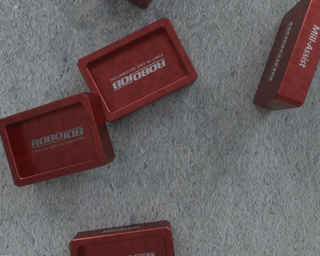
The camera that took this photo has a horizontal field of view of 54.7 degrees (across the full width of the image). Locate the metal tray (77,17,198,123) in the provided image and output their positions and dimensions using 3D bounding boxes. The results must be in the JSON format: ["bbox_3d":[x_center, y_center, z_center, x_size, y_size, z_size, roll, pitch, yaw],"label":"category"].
[{"bbox_3d":[-0.029,-0.074,0.406,0.130,0.030,0.090,-27,90,0],"label":"metal tray"}]

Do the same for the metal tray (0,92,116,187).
[{"bbox_3d":[-0.131,0.015,0.390,0.130,0.030,0.090,-15,90,14],"label":"metal tray"}]

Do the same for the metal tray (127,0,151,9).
[{"bbox_3d":[-0.026,-0.237,0.407,0.090,0.030,0.130,30,90,0],"label":"metal tray"}]

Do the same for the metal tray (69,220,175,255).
[{"bbox_3d":[-0.045,0.178,0.407,0.131,0.030,0.089,-8,90,0],"label":"metal tray"}]

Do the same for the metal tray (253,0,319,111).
[{"bbox_3d":[0.161,-0.088,0.378,0.030,0.090,0.129,20,90,0],"label":"metal tray"}]
